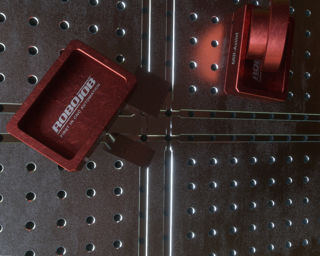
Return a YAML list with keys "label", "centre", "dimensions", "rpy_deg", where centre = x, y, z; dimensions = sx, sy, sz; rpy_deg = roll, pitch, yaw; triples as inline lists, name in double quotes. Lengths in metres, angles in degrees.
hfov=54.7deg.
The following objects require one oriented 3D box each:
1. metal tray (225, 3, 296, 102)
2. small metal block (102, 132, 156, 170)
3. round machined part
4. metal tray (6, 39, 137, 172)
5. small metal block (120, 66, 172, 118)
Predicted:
- label: "metal tray"
  centre: [0.151, -0.109, 0.465]
  dimensions: [0.091, 0.030, 0.129]
  rpy_deg: [8, 87, -20]
- label: "small metal block"
  centre: [-0.040, 0.028, 0.384]
  dimensions: [0.050, 0.050, 0.025]
  rpy_deg: [27, 81, -18]
- label: "round machined part"
  centre: [0.143, -0.127, 0.421]
  dimensions: [0.042, 0.098, 0.097]
  rpy_deg: [7, 88, 12]
- label: "metal tray"
  centre: [-0.097, -0.026, 0.359]
  dimensions: [0.090, 0.030, 0.130]
  rpy_deg: [33, 79, 1]
- label: "small metal block"
  centre: [-0.020, -0.046, 0.405]
  dimensions: [0.050, 0.025, 0.050]
  rpy_deg: [26, 82, -18]
